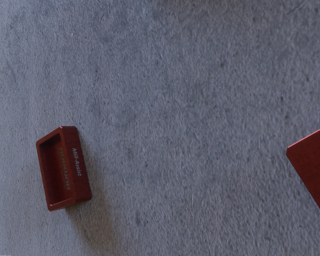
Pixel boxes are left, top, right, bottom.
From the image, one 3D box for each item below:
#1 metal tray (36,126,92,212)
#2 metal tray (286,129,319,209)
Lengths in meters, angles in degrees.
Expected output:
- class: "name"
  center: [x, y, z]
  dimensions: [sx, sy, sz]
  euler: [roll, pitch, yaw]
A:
- class: "metal tray"
  center: [-0.170, 0.071, 0.538]
  dimensions: [0.090, 0.030, 0.129]
  euler: [-25, 74, 37]
- class: "metal tray"
  center: [0.180, 0.052, 0.253]
  dimensions: [0.090, 0.030, 0.130]
  euler: [-39, 67, 32]
